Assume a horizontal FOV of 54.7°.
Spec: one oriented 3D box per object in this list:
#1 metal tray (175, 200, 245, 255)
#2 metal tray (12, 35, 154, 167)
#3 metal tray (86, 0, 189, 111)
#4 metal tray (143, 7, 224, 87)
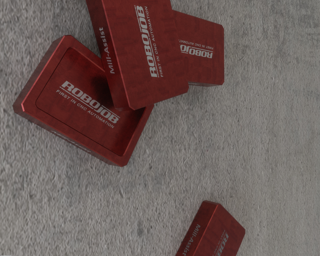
[{"bbox_3d":[0.072,0.187,0.462,0.090,0.030,0.130,47,62,-30],"label":"metal tray"},{"bbox_3d":[-0.075,-0.025,0.338,0.130,0.030,0.090,36,68,-34],"label":"metal tray"},{"bbox_3d":[-0.021,-0.092,0.343,0.091,0.030,0.129,-22,104,-38],"label":"metal tray"},{"bbox_3d":[0.037,-0.108,0.431,0.131,0.030,0.089,-1,91,-40],"label":"metal tray"}]
